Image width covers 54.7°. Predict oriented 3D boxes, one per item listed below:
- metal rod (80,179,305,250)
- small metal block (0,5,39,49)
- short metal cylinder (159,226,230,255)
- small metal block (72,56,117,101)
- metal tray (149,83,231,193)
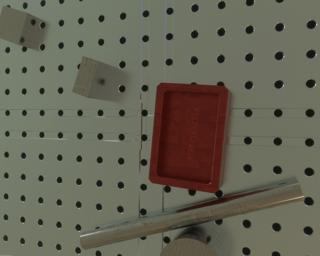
[{"bbox_3d":[0.027,0.117,0.402,0.300,0.025,0.025,-19,84,18],"label":"metal rod"},{"bbox_3d":[-0.227,-0.160,0.491,0.050,0.025,0.050,21,97,18],"label":"small metal block"},{"bbox_3d":[0.043,0.168,0.384,0.080,0.050,0.079,0,90,19],"label":"short metal cylinder"},{"bbox_3d":[-0.090,-0.067,0.430,0.025,0.050,0.050,21,97,18],"label":"small metal block"},{"bbox_3d":[0.038,0.010,0.395,0.090,0.030,0.129,6,92,19],"label":"metal tray"}]
